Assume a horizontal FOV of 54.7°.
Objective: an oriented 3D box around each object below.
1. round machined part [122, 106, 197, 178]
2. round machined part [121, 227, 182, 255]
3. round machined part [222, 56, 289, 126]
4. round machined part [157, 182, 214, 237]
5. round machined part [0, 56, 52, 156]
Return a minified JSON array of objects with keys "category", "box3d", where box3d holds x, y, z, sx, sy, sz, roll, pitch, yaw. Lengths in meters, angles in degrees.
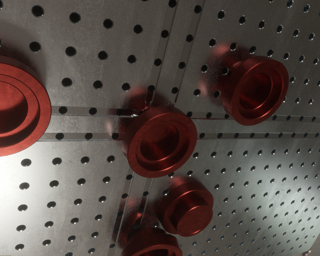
[{"category":"round machined part","box3d":[-0.004,0.014,0.409,0.099,0.042,0.097,-14,125,-21]},{"category":"round machined part","box3d":[-0.016,0.202,0.509,0.099,0.042,0.097,-9,130,-11]},{"category":"round machined part","box3d":[0.129,-0.055,0.439,0.099,0.042,0.097,-14,125,-21]},{"category":"round machined part","box3d":[0.049,0.142,0.517,0.099,0.042,0.097,-14,124,-21]},{"category":"round machined part","box3d":[-0.160,-0.024,0.299,0.099,0.042,0.097,-14,125,-21]}]
